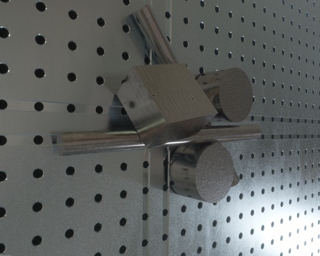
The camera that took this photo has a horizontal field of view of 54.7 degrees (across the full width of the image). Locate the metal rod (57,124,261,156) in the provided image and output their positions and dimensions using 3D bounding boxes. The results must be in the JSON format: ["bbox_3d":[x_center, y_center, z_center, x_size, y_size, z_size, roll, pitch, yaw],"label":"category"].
[{"bbox_3d":[0.023,0.011,0.402,0.303,0.025,0.025,-2,92,-34],"label":"metal rod"}]

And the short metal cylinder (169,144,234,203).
[{"bbox_3d":[0.059,0.061,0.438,0.081,0.050,0.079,0,90,-40],"label":"short metal cylinder"}]

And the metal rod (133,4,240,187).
[{"bbox_3d":[0.047,-0.030,0.445,0.025,0.025,0.299,-46,118,-30],"label":"metal rod"}]

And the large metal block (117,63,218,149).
[{"bbox_3d":[0.008,-0.030,0.372,0.081,0.050,0.080,-13,64,-39],"label":"large metal block"}]

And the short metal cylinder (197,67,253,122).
[{"bbox_3d":[0.096,-0.048,0.469,0.081,0.050,0.079,0,90,-40],"label":"short metal cylinder"}]
